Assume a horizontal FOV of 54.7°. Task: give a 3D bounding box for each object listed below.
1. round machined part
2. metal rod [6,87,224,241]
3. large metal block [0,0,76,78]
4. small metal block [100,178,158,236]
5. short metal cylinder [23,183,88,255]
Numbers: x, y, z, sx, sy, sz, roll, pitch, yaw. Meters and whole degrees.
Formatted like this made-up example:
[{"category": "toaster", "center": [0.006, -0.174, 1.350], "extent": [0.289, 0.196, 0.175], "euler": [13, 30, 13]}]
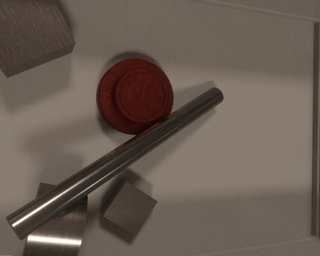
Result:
[{"category": "round machined part", "center": [-0.028, -0.039, 0.392], "extent": [0.099, 0.042, 0.097], "euler": [0, 90, -21]}, {"category": "metal rod", "center": [-0.025, 0.022, 0.359], "extent": [0.302, 0.025, 0.025], "euler": [-33, 102, -34]}, {"category": "large metal block", "center": [-0.151, -0.111, 0.341], "extent": [0.081, 0.050, 0.080], "euler": [-28, 100, -18]}, {"category": "small metal block", "center": [-0.040, 0.100, 0.397], "extent": [0.050, 0.025, 0.050], "euler": [37, 78, -17]}, {"category": "short metal cylinder", "center": [-0.115, 0.104, 0.340], "extent": [0.050, 0.080, 0.080], "euler": [14, 86, -20]}]
